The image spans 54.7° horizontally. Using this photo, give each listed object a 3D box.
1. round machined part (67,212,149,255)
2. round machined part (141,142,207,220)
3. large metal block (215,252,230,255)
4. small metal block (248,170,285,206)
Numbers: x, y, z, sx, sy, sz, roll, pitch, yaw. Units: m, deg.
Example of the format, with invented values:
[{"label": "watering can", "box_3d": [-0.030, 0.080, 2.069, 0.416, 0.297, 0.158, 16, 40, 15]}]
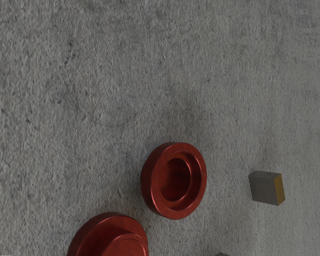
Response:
[{"label": "round machined part", "box_3d": [-0.052, 0.149, 0.352, 0.099, 0.042, 0.097, 0, 90, -40]}, {"label": "round machined part", "box_3d": [0.013, 0.067, 0.407, 0.099, 0.042, 0.097, 0, 90, -40]}, {"label": "large metal block", "box_3d": [0.090, 0.250, 0.468, 0.081, 0.050, 0.079, -13, 99, -40]}, {"label": "small metal block", "box_3d": [0.190, 0.106, 0.552, 0.025, 0.050, 0.050, -22, 104, -38]}]
